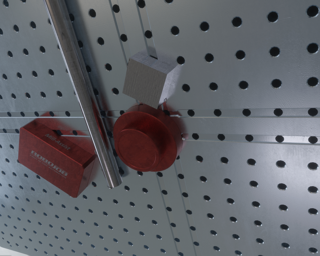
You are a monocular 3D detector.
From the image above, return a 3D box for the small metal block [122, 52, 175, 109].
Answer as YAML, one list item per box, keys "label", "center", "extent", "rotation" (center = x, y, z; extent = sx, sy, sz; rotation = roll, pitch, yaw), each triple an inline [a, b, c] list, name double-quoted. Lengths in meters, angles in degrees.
- label: "small metal block"
  center: [-0.015, -0.059, 0.383]
  extent: [0.050, 0.025, 0.050]
  rotation: [26, 128, 12]

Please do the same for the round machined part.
- label: "round machined part"
  center: [-0.023, 0.021, 0.425]
  extent: [0.098, 0.042, 0.097]
  rotation: [13, 124, 20]

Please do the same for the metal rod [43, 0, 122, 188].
- label: "metal rod"
  center: [-0.104, -0.042, 0.439]
  extent: [0.025, 0.025, 0.298]
  rotation: [1, 119, 27]

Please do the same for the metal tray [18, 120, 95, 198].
- label: "metal tray"
  center: [-0.183, 0.055, 0.538]
  extent: [0.130, 0.030, 0.089]
  rotation: [30, 128, 8]
